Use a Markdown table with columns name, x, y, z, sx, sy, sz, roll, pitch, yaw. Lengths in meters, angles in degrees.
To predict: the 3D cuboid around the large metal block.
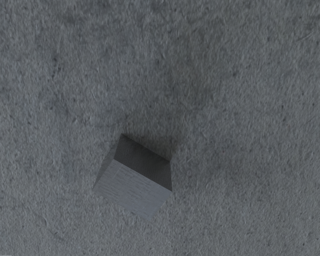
| name | x | y | z | sx | sy | sz | roll | pitch | yaw |
| --- | --- | --- | --- | --- | --- | --- | --- | --- | --- |
| large metal block | -0.033 | 0.061 | 0.403 | 0.080 | 0.080 | 0.050 | 31 | 107 | -11 |
